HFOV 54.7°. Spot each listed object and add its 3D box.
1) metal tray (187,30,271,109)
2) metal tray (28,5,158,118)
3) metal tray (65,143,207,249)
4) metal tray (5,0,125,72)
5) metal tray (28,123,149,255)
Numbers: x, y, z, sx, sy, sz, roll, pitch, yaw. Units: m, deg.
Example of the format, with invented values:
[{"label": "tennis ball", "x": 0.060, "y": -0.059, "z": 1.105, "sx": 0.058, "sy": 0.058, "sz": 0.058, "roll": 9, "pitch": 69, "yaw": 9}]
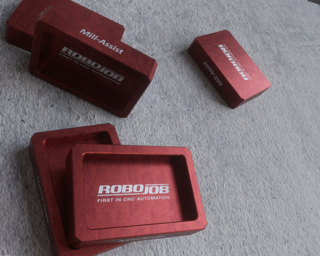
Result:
[{"label": "metal tray", "x": 0.118, "y": -0.103, "z": 0.527, "sx": 0.091, "sy": 0.030, "sz": 0.130, "roll": -26, "pitch": 76, "yaw": -37}, {"label": "metal tray", "x": -0.080, "y": -0.070, "z": 0.361, "sx": 0.131, "sy": 0.090, "sz": 0.030, "roll": 26, "pitch": 53, "yaw": -12}, {"label": "metal tray", "x": -0.023, "y": 0.064, "z": 0.309, "sx": 0.131, "sy": 0.030, "sz": 0.090, "roll": 4, "pitch": 60, "yaw": -27}, {"label": "metal tray", "x": -0.121, "y": -0.126, "z": 0.412, "sx": 0.131, "sy": 0.030, "sz": 0.090, "roll": 22, "pitch": 53, "yaw": -15}, {"label": "metal tray", "x": -0.075, "y": 0.062, "z": 0.321, "sx": 0.091, "sy": 0.030, "sz": 0.130, "roll": -9, "pitch": 66, "yaw": -32}]
